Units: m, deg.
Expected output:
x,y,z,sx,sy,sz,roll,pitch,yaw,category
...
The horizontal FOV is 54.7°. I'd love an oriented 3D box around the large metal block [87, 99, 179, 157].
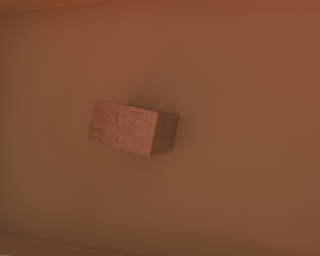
x,y,z,sx,sy,sz,roll,pitch,yaw,category
-0.030,-0.001,0.388,0.080,0.080,0.050,13,95,19,large metal block
